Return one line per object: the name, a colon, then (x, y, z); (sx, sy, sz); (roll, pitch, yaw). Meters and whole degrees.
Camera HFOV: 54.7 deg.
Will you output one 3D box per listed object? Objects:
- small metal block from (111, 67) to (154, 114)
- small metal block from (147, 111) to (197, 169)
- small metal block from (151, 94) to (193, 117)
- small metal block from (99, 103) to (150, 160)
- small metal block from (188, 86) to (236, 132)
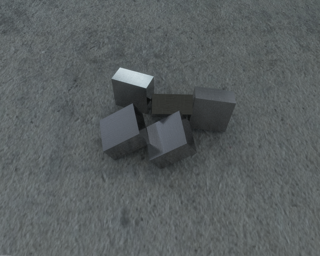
small metal block: (-0.036, -0.051, 0.429); (0.050, 0.050, 0.025); (17, 52, 14)
small metal block: (0.012, 0.014, 0.376); (0.050, 0.025, 0.050); (-27, 48, 19)
small metal block: (0.014, -0.028, 0.406); (0.050, 0.050, 0.025); (1, 87, -4)
small metal block: (-0.045, 0.005, 0.386); (0.050, 0.025, 0.050); (-26, 50, 13)
small metal block: (0.065, -0.024, 0.402); (0.050, 0.050, 0.025); (7, 43, -4)
